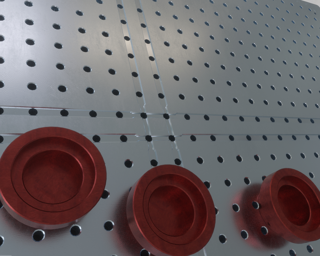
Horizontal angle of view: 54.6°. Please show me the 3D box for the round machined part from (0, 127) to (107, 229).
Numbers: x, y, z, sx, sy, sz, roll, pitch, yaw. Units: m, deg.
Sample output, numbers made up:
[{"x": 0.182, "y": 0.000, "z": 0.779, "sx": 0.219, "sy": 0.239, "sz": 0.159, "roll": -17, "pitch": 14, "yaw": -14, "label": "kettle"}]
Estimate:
[{"x": -0.107, "y": 0.051, "z": 0.309, "sx": 0.099, "sy": 0.042, "sz": 0.098, "roll": 13, "pitch": 56, "yaw": -21, "label": "round machined part"}]

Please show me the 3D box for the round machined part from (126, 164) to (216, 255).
[{"x": 0.009, "y": 0.093, "z": 0.345, "sx": 0.099, "sy": 0.042, "sz": 0.098, "roll": 13, "pitch": 56, "yaw": -21, "label": "round machined part"}]

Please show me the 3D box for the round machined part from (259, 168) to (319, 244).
[{"x": 0.176, "y": 0.108, "z": 0.425, "sx": 0.099, "sy": 0.042, "sz": 0.098, "roll": 13, "pitch": 56, "yaw": -21, "label": "round machined part"}]
